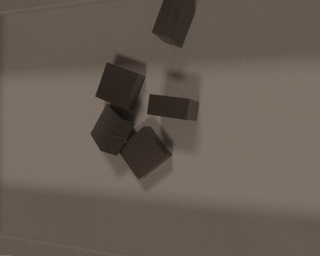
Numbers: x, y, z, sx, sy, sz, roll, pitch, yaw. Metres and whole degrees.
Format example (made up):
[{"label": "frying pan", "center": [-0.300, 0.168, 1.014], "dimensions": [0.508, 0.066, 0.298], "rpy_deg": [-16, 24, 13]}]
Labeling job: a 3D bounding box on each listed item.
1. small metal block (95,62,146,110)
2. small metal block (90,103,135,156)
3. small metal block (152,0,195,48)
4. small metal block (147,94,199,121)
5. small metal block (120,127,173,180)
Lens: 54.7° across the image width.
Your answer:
[{"label": "small metal block", "center": [-0.055, -0.057, 0.429], "dimensions": [0.050, 0.025, 0.050], "rpy_deg": [23, 97, 18]}, {"label": "small metal block", "center": [-0.065, 0.001, 0.419], "dimensions": [0.050, 0.025, 0.050], "rpy_deg": [-60, 37, 10]}, {"label": "small metal block", "center": [0.018, -0.134, 0.390], "dimensions": [0.025, 0.050, 0.050], "rpy_deg": [23, 98, 18]}, {"label": "small metal block", "center": [0.018, -0.025, 0.390], "dimensions": [0.050, 0.050, 0.025], "rpy_deg": [9, 93, 19]}, {"label": "small metal block", "center": [-0.020, 0.033, 0.417], "dimensions": [0.050, 0.025, 0.050], "rpy_deg": [-40, 78, 15]}]
